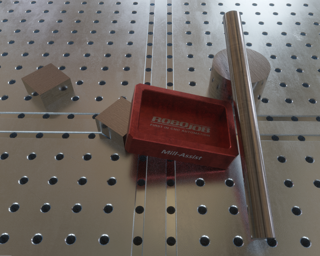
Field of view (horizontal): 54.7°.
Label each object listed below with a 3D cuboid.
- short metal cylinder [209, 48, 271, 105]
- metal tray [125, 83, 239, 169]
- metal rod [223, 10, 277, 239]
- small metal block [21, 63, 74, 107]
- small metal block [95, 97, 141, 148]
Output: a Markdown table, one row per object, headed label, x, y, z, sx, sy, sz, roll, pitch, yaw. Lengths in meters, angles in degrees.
| label | x | y | z | sx | sy | sz | roll | pitch | yaw |
| --- | --- | --- | --- | --- | --- | --- | --- | --- | --- |
| short metal cylinder | 0.114 | -0.074 | 0.454 | 0.080 | 0.050 | 0.080 | 0 | 50 | 0 |
| metal tray | 0.027 | -0.003 | 0.387 | 0.131 | 0.030 | 0.090 | 11 | 49 | -9 |
| metal rod | 0.104 | -0.023 | 0.378 | 0.025 | 0.025 | 0.299 | 0 | 65 | -1 |
| small metal block | -0.167 | -0.065 | 0.461 | 0.050 | 0.025 | 0.050 | 37 | 59 | 27 |
| small metal block | -0.049 | -0.008 | 0.414 | 0.050 | 0.025 | 0.050 | 32 | 57 | 24 |
